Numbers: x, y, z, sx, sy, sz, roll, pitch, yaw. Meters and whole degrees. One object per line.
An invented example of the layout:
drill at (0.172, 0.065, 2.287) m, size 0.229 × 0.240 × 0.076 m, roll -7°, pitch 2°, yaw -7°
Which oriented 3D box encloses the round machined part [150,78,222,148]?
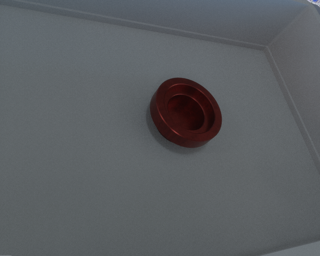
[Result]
round machined part at (0.031, -0.017, 0.421) m, size 0.099 × 0.042 × 0.098 m, roll 13°, pitch 56°, yaw -21°
